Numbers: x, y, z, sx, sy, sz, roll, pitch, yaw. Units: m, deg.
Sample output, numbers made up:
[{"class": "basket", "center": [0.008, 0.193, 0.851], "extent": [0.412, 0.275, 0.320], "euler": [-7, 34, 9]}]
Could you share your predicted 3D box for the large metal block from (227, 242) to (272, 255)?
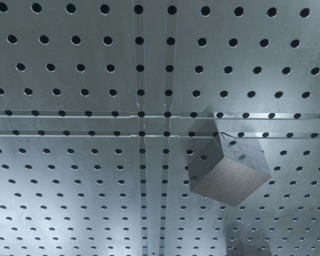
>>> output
[{"class": "large metal block", "center": [0.189, 0.290, 0.626], "extent": [0.080, 0.080, 0.050], "euler": [24, 126, -20]}]

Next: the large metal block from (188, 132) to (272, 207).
[{"class": "large metal block", "center": [0.098, 0.062, 0.450], "extent": [0.080, 0.050, 0.080], "euler": [23, 126, -19]}]
